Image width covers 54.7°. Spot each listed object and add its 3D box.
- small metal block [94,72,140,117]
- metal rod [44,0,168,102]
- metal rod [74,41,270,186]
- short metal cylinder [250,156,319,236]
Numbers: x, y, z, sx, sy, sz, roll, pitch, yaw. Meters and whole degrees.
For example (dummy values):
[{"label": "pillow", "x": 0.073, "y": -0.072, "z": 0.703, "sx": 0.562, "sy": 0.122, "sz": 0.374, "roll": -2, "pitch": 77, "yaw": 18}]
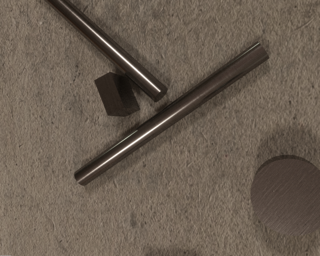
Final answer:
[{"label": "small metal block", "x": -0.056, "y": -0.043, "z": 0.414, "sx": 0.025, "sy": 0.050, "sz": 0.050, "roll": -25, "pitch": 82, "yaw": 18}, {"label": "metal rod", "x": -0.104, "y": -0.143, "z": 0.444, "sx": 0.300, "sy": 0.025, "sz": 0.025, "roll": 43, "pitch": 103, "yaw": 14}, {"label": "metal rod", "x": 0.004, "y": -0.010, "z": 0.406, "sx": 0.300, "sy": 0.025, "sz": 0.025, "roll": -35, "pitch": 79, "yaw": 16}, {"label": "short metal cylinder", "x": 0.144, "y": 0.072, "z": 0.345, "sx": 0.080, "sy": 0.050, "sz": 0.079, "roll": 0, "pitch": 90, "yaw": 19}]
